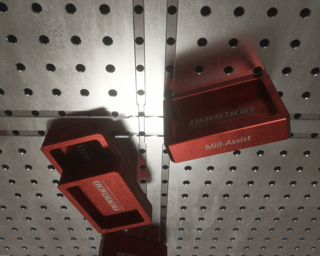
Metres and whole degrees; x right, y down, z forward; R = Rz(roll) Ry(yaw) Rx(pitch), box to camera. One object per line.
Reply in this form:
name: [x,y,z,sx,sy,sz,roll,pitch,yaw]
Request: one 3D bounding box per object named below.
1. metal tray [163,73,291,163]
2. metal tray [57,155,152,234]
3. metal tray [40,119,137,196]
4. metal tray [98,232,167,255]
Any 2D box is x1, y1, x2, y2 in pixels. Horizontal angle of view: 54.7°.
metal tray: [0.071,-0.014,0.358,0.130,0.090,0.030,-13,129,10]
metal tray: [-0.075,0.102,0.453,0.090,0.030,0.130,-16,129,12]
metal tray: [-0.098,0.053,0.451,0.090,0.030,0.129,-14,129,11]
metal tray: [-0.051,0.256,0.586,0.131,0.090,0.030,18,128,-16]
